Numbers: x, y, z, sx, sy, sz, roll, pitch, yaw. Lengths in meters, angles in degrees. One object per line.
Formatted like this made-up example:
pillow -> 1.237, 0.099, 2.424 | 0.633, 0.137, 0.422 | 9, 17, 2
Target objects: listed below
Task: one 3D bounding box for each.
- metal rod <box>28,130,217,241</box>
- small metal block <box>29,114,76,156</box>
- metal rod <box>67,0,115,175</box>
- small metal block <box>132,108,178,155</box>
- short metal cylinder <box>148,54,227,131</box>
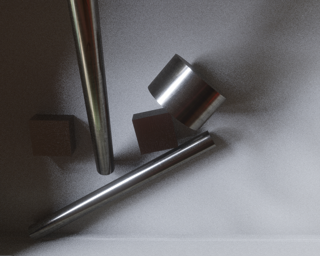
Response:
metal rod -> -0.060, 0.086, 0.442 | 0.300, 0.025, 0.025 | -29, 108, 9
small metal block -> -0.142, 0.010, 0.413 | 0.050, 0.025, 0.050 | 1, 110, -1
metal rod -> -0.069, -0.045, 0.324 | 0.025, 0.025, 0.298 | 2, 137, -1
small metal block -> -0.006, 0.003, 0.413 | 0.050, 0.025, 0.050 | -12, 110, 4
short metal cylinder -> 0.033, -0.042, 0.367 | 0.080, 0.080, 0.050 | 38, 106, -13
